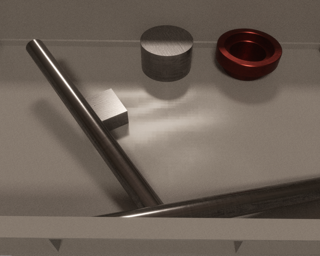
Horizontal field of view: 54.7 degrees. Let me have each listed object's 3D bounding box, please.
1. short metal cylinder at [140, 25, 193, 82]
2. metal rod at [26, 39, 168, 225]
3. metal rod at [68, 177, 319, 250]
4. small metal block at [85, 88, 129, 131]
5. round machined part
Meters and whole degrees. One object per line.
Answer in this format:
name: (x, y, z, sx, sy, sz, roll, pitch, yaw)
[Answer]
short metal cylinder: (0.010, -0.118, 0.488, 0.081, 0.050, 0.080, 0, 50, 0)
metal rod: (-0.086, -0.008, 0.378, 0.025, 0.025, 0.300, -30, 66, -23)
metal rod: (0.064, 0.080, 0.316, 0.302, 0.025, 0.025, -6, 50, -14)
small metal block: (-0.077, -0.022, 0.422, 0.050, 0.025, 0.050, -24, 54, -19)
round machined part: (0.137, -0.112, 0.490, 0.099, 0.042, 0.098, 0, 50, 0)
